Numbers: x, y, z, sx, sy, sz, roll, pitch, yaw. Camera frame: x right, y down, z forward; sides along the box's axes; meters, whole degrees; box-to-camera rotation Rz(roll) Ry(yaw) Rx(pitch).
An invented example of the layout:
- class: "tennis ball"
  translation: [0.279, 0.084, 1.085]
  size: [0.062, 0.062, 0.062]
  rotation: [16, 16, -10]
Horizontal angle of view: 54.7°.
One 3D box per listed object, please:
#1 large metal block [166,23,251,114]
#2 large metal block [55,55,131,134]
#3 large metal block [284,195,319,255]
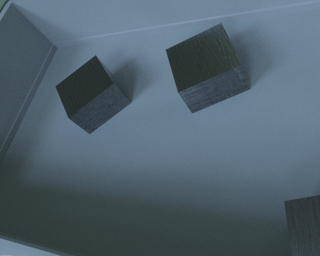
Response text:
- class: "large metal block"
  translation: [0.061, -0.077, 0.405]
  size: [0.080, 0.050, 0.080]
  rotation: [-23, 53, 14]
- class: "large metal block"
  translation: [-0.103, -0.052, 0.476]
  size: [0.080, 0.050, 0.080]
  rotation: [-37, 51, 3]
- class: "large metal block"
  translation: [0.150, 0.094, 0.235]
  size: [0.080, 0.050, 0.080]
  rotation: [-26, 49, 42]
